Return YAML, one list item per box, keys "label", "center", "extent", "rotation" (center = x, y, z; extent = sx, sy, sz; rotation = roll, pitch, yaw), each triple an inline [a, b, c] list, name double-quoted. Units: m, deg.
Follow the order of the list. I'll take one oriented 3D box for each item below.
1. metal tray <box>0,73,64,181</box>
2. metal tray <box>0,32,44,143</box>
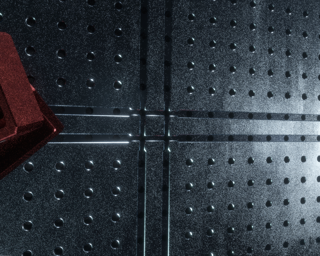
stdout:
- label: "metal tray"
  center: [-0.171, 0.014, 0.314]
  extent: [0.130, 0.090, 0.030]
  rotation: [-42, 69, -15]
- label: "metal tray"
  center: [-0.178, -0.024, 0.294]
  extent: [0.030, 0.130, 0.090]
  rotation: [-27, 98, -61]
